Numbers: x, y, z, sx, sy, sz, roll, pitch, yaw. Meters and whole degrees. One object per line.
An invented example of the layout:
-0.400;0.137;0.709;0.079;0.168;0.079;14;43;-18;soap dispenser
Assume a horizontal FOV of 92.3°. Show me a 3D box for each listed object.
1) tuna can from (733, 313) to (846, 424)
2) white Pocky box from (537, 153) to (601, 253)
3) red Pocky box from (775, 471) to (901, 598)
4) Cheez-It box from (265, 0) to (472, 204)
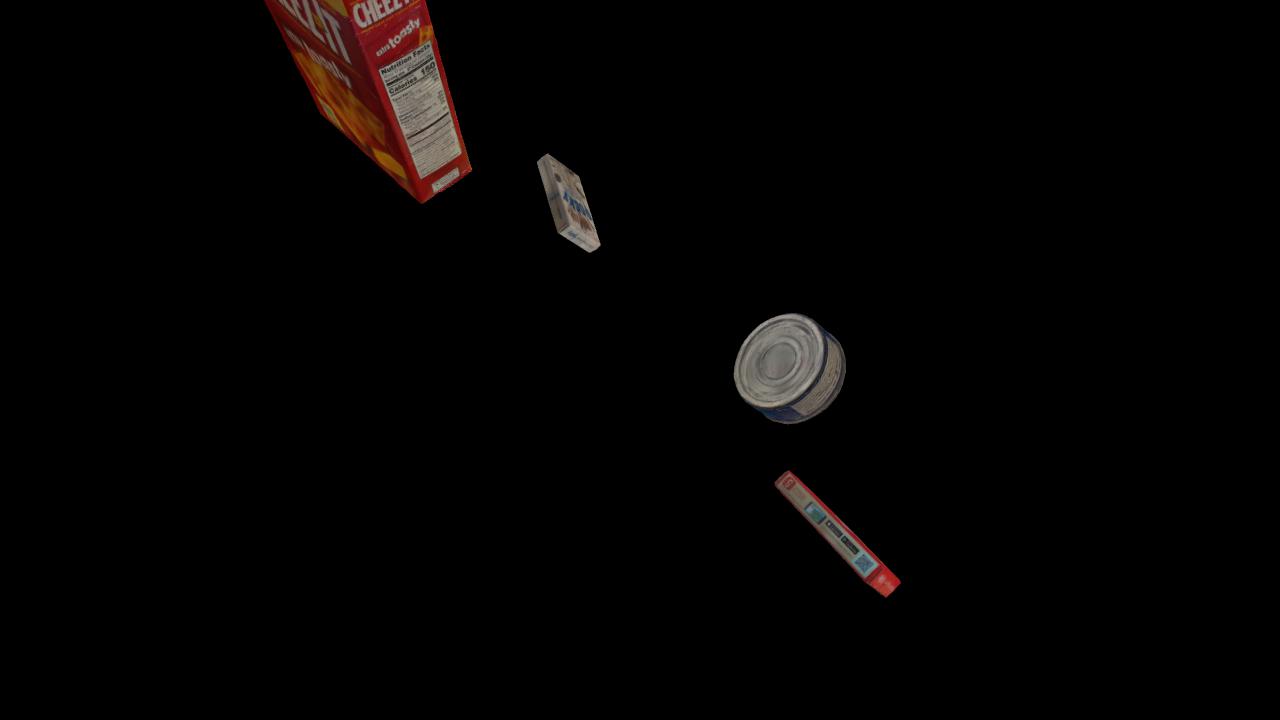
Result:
0.116;0.006;0.488;0.084;0.084;0.034;0;-23;47;tuna can
-0.115;-0.252;0.988;0.028;0.154;0.084;-30;-28;23;white Pocky box
0.225;0.198;0.707;0.083;0.028;0.155;43;4;-47;red Pocky box
-0.240;-0.265;0.525;0.166;0.071;0.223;41;-21;13;Cheez-It box
